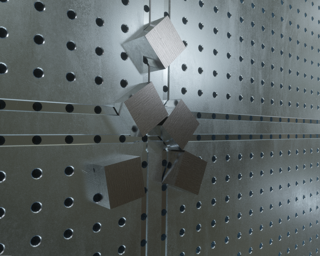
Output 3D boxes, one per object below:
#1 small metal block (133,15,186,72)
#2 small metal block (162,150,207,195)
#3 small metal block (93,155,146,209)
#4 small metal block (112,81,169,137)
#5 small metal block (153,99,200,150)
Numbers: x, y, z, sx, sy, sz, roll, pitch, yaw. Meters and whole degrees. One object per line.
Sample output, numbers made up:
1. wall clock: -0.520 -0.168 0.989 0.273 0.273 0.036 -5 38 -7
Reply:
1. small metal block: 0.001 -0.112 0.411 0.050 0.025 0.050 -50 120 -28
2. small metal block: 0.036 0.063 0.442 0.050 0.025 0.050 29 72 -37
3. small metal block: -0.048 0.063 0.371 0.050 0.025 0.050 -12 98 -40
4. small metal block: -0.023 -0.024 0.391 0.050 0.025 0.050 -42 116 -32
5. small metal block: 0.022 -0.005 0.430 0.050 0.025 0.050 51 60 -28
